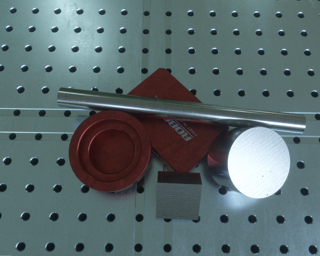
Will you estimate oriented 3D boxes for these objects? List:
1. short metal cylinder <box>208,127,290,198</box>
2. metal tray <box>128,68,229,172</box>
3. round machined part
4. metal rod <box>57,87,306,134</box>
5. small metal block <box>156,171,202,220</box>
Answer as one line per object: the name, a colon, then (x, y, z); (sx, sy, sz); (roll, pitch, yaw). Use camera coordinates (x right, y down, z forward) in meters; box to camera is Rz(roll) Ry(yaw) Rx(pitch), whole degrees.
short metal cylinder: (0.104, 0.039, 0.369); (0.081, 0.050, 0.079); (0, 89, -17)
metal tray: (0.015, -0.008, 0.413); (0.090, 0.030, 0.130); (-42, 76, -14)
round machined part: (-0.058, 0.030, 0.386); (0.099, 0.042, 0.098); (-1, 76, 4)
metal rod: (0.025, -0.022, 0.386); (0.302, 0.025, 0.025); (7, 70, 2)
small metal block: (0.021, 0.080, 0.368); (0.050, 0.025, 0.050); (3, 113, 0)
